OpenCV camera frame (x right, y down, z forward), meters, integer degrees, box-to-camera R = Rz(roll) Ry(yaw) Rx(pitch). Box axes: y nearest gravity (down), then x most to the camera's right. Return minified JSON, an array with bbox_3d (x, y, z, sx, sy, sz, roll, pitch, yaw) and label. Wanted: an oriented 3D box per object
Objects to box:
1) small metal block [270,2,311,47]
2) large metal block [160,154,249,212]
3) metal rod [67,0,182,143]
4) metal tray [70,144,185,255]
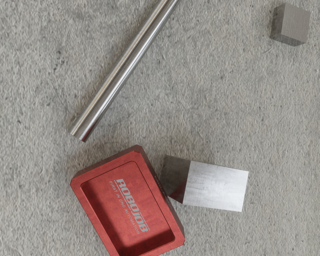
[{"bbox_3d":[0.205,-0.161,0.486,0.050,0.025,0.050,11,86,-20],"label":"small metal block"},{"bbox_3d":[0.053,0.069,0.401,0.081,0.080,0.050,13,86,-20],"label":"large metal block"},{"bbox_3d":[-0.023,-0.113,0.401,0.025,0.025,0.300,35,78,-17],"label":"metal rod"},{"bbox_3d":[-0.037,0.097,0.376,0.090,0.030,0.129,-25,100,5],"label":"metal tray"}]
